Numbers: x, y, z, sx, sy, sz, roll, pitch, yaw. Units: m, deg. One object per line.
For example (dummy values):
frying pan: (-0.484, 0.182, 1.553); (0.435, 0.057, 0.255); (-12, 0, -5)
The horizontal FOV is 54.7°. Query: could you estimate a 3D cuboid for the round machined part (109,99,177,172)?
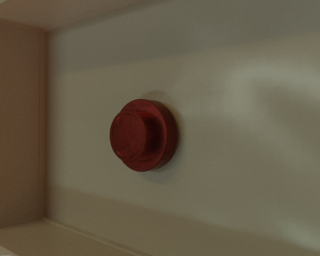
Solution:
round machined part: (-0.029, 0.010, 0.413); (0.098, 0.042, 0.097); (0, 90, 39)
